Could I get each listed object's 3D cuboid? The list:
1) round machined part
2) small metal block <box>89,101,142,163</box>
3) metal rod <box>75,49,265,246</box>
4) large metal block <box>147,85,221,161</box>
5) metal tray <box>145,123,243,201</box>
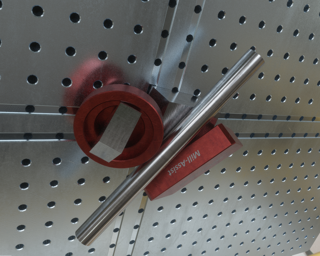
[{"bbox_3d":[-0.045,-0.005,0.357,0.099,0.042,0.097,0,118,0],"label":"round machined part"},{"bbox_3d":[-0.049,0.006,0.337,0.025,0.050,0.050,31,63,-13],"label":"small metal block"},{"bbox_3d":[0.009,0.026,0.369,0.300,0.025,0.025,-47,130,4],"label":"metal rod"},{"bbox_3d":[0.019,-0.002,0.405,0.081,0.050,0.079,9,114,-33],"label":"large metal block"},{"bbox_3d":[0.046,0.047,0.421,0.130,0.030,0.090,-37,163,13],"label":"metal tray"}]
